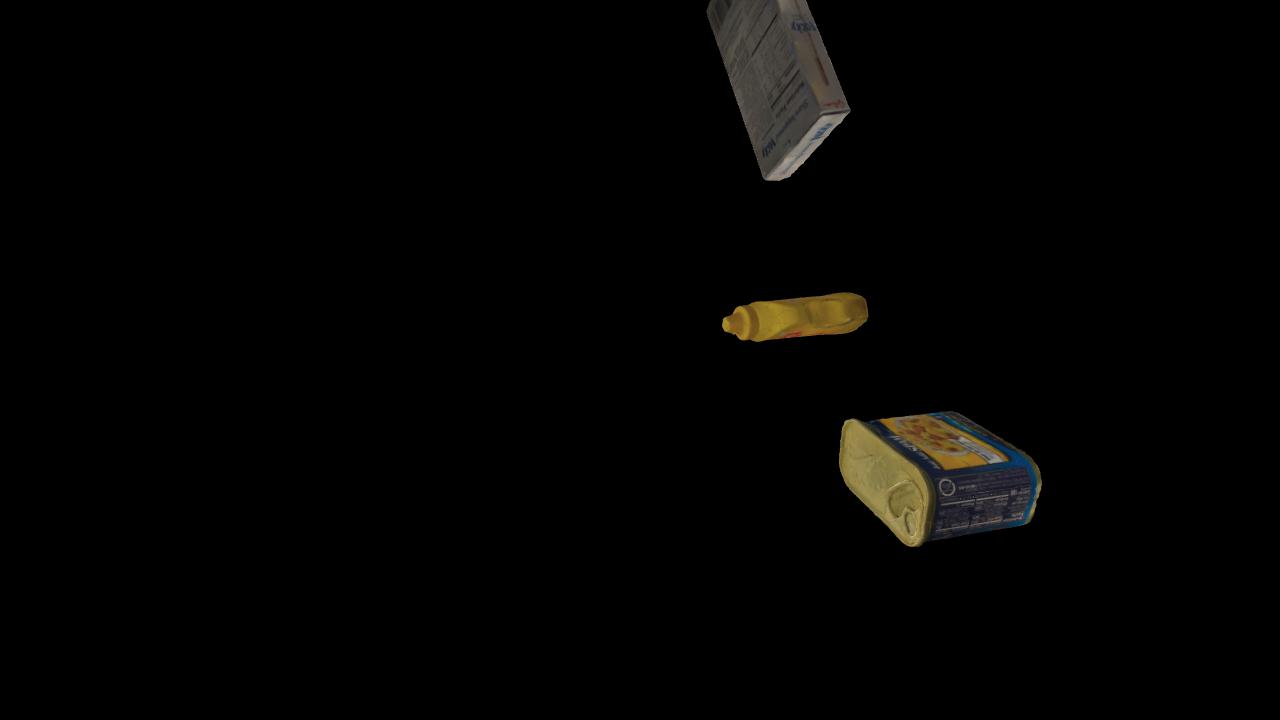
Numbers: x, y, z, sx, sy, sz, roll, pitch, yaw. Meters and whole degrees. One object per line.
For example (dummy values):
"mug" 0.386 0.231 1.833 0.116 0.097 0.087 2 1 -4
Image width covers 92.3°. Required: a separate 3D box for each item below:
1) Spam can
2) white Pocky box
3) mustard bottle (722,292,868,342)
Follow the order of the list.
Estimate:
"Spam can" 0.203 0.077 0.427 0.085 0.058 0.101 -6 21 -11
"white Pocky box" 0.093 -0.219 0.443 0.028 0.154 0.084 -13 -11 -18
"mustard bottle" 0.185 -0.052 0.772 0.184 0.054 0.092 -6 4 -22
